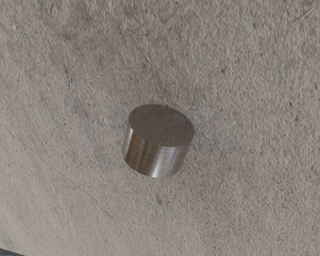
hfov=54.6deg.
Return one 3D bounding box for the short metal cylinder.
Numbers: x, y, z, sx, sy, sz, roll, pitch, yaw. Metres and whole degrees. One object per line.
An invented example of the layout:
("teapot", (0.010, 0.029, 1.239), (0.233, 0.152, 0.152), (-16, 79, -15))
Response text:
("short metal cylinder", (-0.003, 0.014, 0.382), (0.080, 0.080, 0.050), (26, 128, 12))
